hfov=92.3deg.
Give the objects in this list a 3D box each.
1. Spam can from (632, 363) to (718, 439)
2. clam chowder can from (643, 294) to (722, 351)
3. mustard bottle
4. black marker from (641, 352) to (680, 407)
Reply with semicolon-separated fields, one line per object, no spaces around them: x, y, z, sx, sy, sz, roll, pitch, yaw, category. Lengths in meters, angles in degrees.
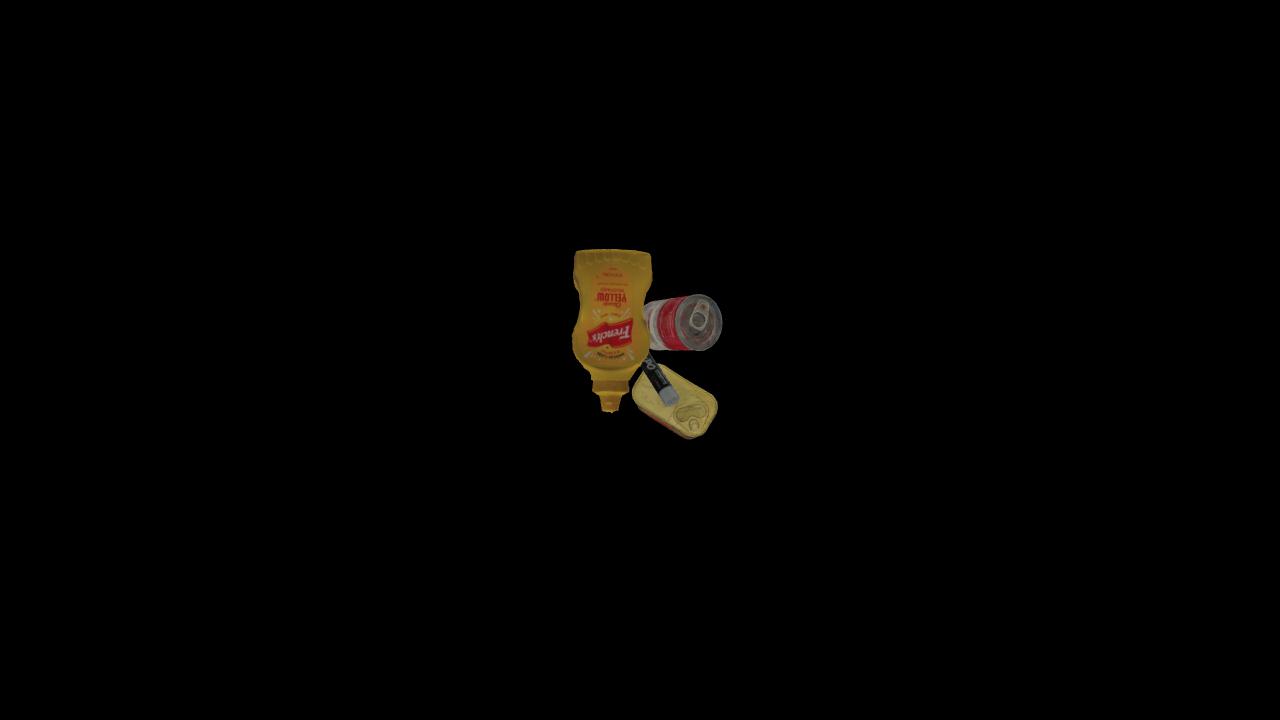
0.042;0.054;0.765;0.101;0.058;0.085;32;-8;7;Spam can
0.046;-0.045;0.768;0.068;0.068;0.102;0;1;-29;clam chowder can
-0.032;-0.031;0.703;0.092;0.184;0.054;2;-3;-7;mustard bottle
0.008;0.002;0.704;0.020;0.121;0.020;-23;-32;-16;black marker
